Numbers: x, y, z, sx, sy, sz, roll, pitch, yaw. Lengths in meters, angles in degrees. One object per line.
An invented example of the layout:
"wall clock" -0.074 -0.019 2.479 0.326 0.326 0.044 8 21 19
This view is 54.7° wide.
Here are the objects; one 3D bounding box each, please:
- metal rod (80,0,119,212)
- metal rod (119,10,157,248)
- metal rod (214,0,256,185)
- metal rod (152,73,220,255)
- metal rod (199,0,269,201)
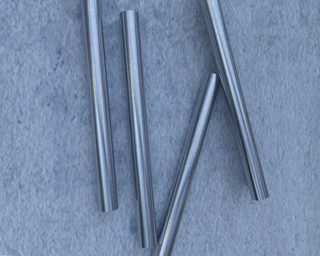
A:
"metal rod" -0.076 -0.048 0.381 0.025 0.025 0.298 -5 92 -20
"metal rod" -0.028 0.003 0.399 0.025 0.025 0.298 -5 92 -20
"metal rod" 0.103 -0.061 0.448 0.025 0.025 0.298 -17 96 -20
"metal rod" 0.032 0.069 0.422 0.025 0.025 0.299 19 84 -20
"metal rod" 0.101 -0.045 0.424 0.025 0.025 0.298 -18 96 -19
